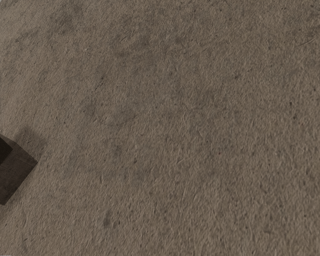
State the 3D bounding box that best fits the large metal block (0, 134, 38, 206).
[{"bbox_3d":[-0.252,0.059,0.481,0.080,0.050,0.080,27,76,37],"label":"large metal block"}]
